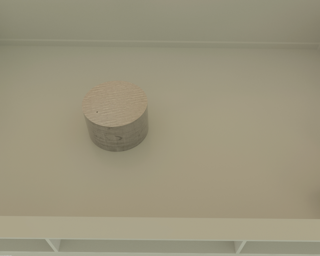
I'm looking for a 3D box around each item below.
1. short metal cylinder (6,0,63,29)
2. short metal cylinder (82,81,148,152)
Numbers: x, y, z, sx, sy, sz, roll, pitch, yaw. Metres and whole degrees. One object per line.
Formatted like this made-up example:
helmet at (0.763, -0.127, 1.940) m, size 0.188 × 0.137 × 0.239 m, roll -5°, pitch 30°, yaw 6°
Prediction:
short metal cylinder at (-0.226, -0.227, 0.560) m, size 0.080 × 0.080 × 0.050 m, roll -37°, pitch 60°, yaw -27°
short metal cylinder at (-0.056, -0.016, 0.402) m, size 0.081 × 0.050 × 0.080 m, roll 0°, pitch 50°, yaw 0°
